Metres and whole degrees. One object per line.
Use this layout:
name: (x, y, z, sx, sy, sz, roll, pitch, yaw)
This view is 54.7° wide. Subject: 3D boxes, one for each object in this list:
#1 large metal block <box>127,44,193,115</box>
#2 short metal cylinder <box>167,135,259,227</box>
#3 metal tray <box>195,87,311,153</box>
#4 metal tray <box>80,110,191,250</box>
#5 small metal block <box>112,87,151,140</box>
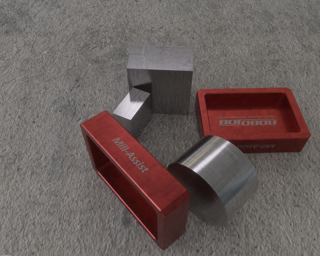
large metal block: (0.001, -0.064, 0.422, 0.080, 0.080, 0.050, 3, 50, 2)
short metal cylinder: (0.053, 0.054, 0.322, 0.050, 0.080, 0.080, -37, 59, -27)
metal tray: (0.117, -0.012, 0.410, 0.131, 0.030, 0.090, -1, 50, -1)
metal tray: (-0.027, 0.052, 0.316, 0.030, 0.090, 0.130, -33, 58, -25)
small metal block: (-0.034, -0.015, 0.399, 0.025, 0.050, 0.050, 21, 53, 16)
